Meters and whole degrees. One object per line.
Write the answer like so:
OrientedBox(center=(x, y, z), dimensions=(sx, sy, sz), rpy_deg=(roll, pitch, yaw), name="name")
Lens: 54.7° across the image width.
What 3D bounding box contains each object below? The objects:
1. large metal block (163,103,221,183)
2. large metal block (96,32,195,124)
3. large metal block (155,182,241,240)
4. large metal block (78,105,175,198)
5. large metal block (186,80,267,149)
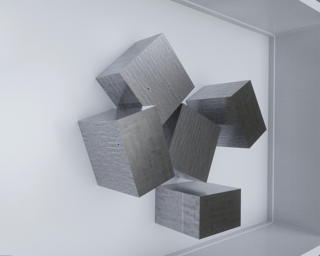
OrientedBox(center=(0.029, 0.021, 0.415), dimensions=(0.080, 0.050, 0.080), rpy_deg=(28, 72, -37), name="large metal block")
OrientedBox(center=(-0.015, -0.055, 0.377), dimensions=(0.080, 0.050, 0.080), rpy_deg=(-50, 120, -29), name="large metal block")
OrientedBox(center=(0.051, 0.105, 0.415), dimensions=(0.081, 0.080, 0.050), rpy_deg=(1, 90, -40), name="large metal block")
OrientedBox(center=(-0.038, 0.022, 0.339), dimensions=(0.050, 0.080, 0.080), rpy_deg=(-24, 106, -38), name="large metal block")
OrientedBox(center=(0.097, -0.019, 0.452), dimensions=(0.050, 0.080, 0.080), rpy_deg=(-38, 114, -34), name="large metal block")
